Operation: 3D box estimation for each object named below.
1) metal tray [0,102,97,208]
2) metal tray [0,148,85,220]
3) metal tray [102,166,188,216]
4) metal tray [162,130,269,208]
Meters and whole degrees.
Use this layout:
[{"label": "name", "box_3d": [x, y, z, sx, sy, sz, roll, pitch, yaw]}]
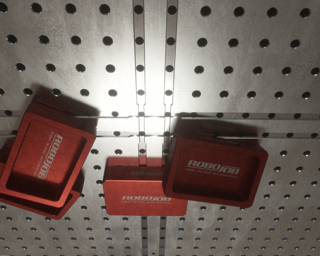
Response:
[{"label": "metal tray", "box_3d": [-0.152, 0.040, 0.416, 0.091, 0.030, 0.129, 22, 111, -20]}, {"label": "metal tray", "box_3d": [-0.198, 0.091, 0.482, 0.131, 0.030, 0.090, 27, 125, -22]}, {"label": "metal tray", "box_3d": [-0.021, 0.103, 0.496, 0.131, 0.030, 0.089, 1, 130, -2]}, {"label": "metal tray", "box_3d": [0.076, 0.059, 0.438, 0.131, 0.030, 0.089, 10, 106, -9]}]
